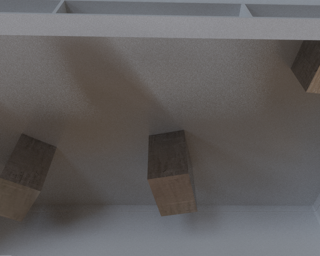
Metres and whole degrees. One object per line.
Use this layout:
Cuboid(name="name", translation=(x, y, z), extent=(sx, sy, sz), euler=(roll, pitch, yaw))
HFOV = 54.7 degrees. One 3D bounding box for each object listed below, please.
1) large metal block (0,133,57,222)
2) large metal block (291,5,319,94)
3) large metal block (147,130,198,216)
Cuboid(name="large metal block", translation=(-0.192, 0.069, 0.429), extent=(0.050, 0.080, 0.080), euler=(26, 125, -21))
Cuboid(name="large metal block", translation=(0.200, -0.081, 0.327), extent=(0.081, 0.050, 0.079), euler=(5, 130, -5))
Cuboid(name="large metal block", translation=(0.018, 0.062, 0.426), extent=(0.050, 0.080, 0.080), euler=(-10, 130, 8))
